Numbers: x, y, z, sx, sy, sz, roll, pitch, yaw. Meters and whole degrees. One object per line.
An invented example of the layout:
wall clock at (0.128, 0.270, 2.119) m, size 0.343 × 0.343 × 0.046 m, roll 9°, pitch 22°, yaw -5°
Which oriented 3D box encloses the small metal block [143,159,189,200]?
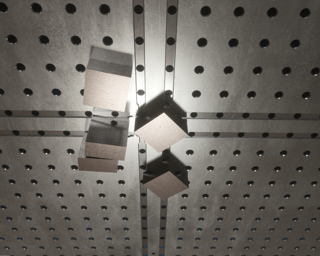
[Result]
small metal block at (0.009, 0.081, 0.481) m, size 0.050 × 0.025 × 0.050 m, roll -31°, pitch 124°, yaw 23°

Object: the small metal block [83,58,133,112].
small metal block at (-0.062, -0.050, 0.368) m, size 0.050 × 0.025 × 0.050 m, roll 10°, pitch 130°, yaw -9°

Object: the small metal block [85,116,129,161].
small metal block at (-0.068, 0.013, 0.406) m, size 0.050 × 0.050 × 0.025 m, roll 8°, pitch 130°, yaw -8°

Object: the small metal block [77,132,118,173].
small metal block at (-0.081, 0.033, 0.422) m, size 0.050 × 0.050 × 0.025 m, roll 4°, pitch 130°, yaw -4°

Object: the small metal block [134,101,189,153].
small metal block at (0.002, 0.000, 0.412) m, size 0.050 × 0.025 × 0.050 m, roll -33°, pitch 123°, yaw 24°
